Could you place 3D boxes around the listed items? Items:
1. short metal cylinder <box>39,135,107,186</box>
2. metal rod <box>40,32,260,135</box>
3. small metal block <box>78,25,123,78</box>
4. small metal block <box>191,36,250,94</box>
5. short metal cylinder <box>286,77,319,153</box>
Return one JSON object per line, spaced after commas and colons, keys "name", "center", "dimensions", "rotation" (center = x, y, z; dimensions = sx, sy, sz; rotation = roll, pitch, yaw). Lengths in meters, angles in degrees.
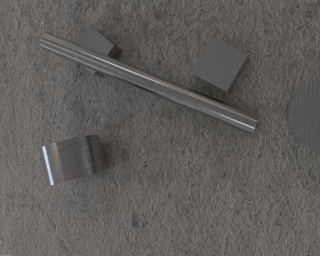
{"name": "short metal cylinder", "center": [-0.117, 0.044, 0.421], "dimensions": [0.080, 0.080, 0.050], "rotation": [-17, 85, 19]}
{"name": "metal rod", "center": [-0.022, -0.062, 0.398], "dimensions": [0.301, 0.025, 0.025], "rotation": [23, 98, 11]}
{"name": "small metal block", "center": [-0.091, -0.109, 0.441], "dimensions": [0.050, 0.025, 0.050], "rotation": [42, 103, 15]}
{"name": "small metal block", "center": [0.075, -0.077, 0.383], "dimensions": [0.050, 0.025, 0.050], "rotation": [31, 100, 17]}
{"name": "short metal cylinder", "center": [0.180, -0.013, 0.332], "dimensions": [0.080, 0.050, 0.080], "rotation": [0, 90, 20]}
